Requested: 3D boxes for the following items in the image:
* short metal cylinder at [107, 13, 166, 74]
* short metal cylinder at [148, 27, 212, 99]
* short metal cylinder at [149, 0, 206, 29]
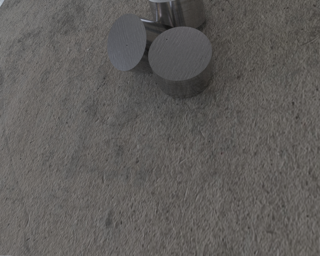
[{"bbox_3d":[-0.032,-0.122,0.457,0.080,0.050,0.079,2,94,40],"label":"short metal cylinder"},{"bbox_3d":[0.029,-0.086,0.411,0.080,0.050,0.080,-3,69,9],"label":"short metal cylinder"},{"bbox_3d":[0.026,-0.185,0.473,0.080,0.050,0.080,-10,41,9],"label":"short metal cylinder"}]
